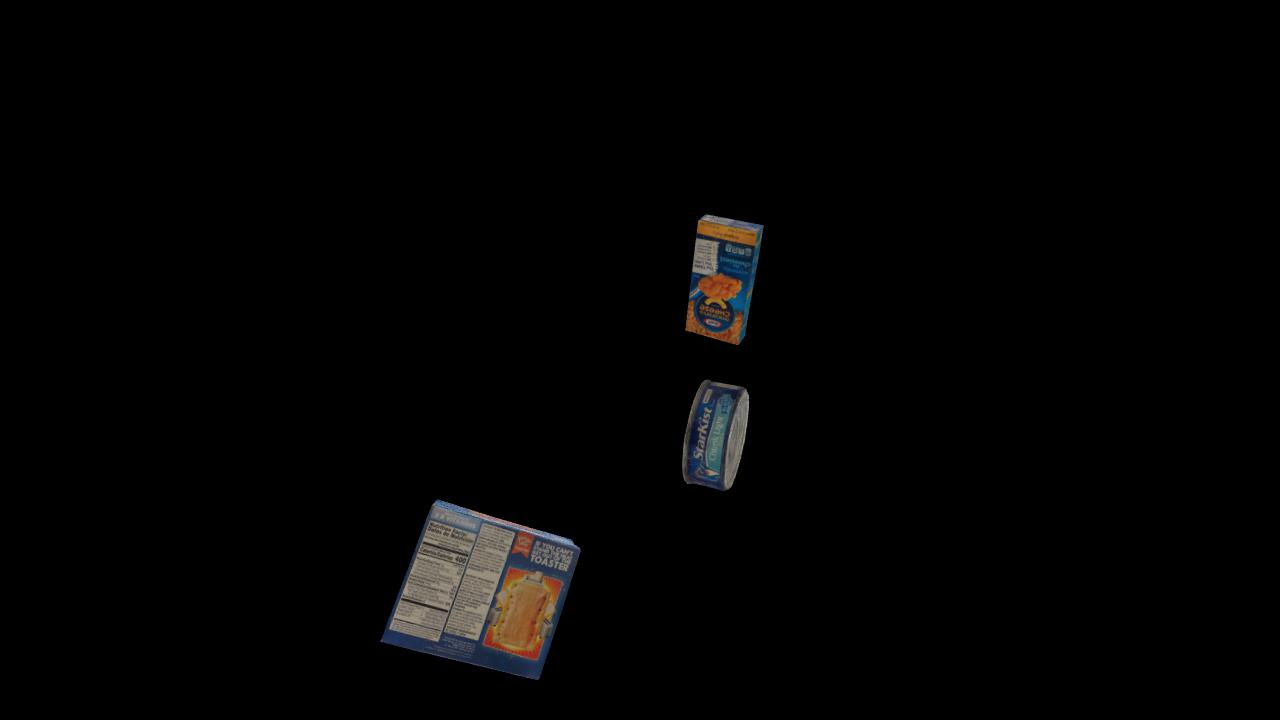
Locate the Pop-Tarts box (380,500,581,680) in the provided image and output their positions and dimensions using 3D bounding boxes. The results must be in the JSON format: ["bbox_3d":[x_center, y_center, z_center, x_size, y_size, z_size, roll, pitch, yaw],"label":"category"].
[{"bbox_3d":[-0.169,0.246,0.672,0.167,0.141,0.083,21,-13,-13],"label":"Pop-Tarts box"}]

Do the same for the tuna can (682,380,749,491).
[{"bbox_3d":[0.061,0.060,0.485,0.034,0.084,0.084,10,3,19],"label":"tuna can"}]

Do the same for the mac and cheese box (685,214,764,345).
[{"bbox_3d":[0.125,-0.120,0.930,0.093,0.184,0.041,16,33,19],"label":"mac and cheese box"}]
